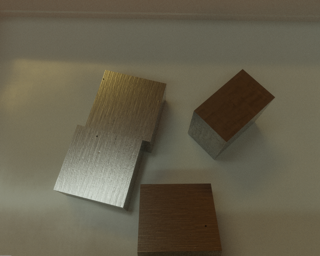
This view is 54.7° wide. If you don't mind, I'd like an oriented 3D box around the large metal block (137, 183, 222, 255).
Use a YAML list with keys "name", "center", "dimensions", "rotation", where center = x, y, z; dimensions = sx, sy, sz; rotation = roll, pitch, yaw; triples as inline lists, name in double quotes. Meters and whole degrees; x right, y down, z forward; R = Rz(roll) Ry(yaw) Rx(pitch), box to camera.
- name: "large metal block"
  center: [0.018, 0.109, 0.340]
  dimensions: [0.081, 0.050, 0.080]
  rotation: [0, 42, -1]

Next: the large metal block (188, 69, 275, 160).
- name: "large metal block"
  center: [0.084, -0.014, 0.387]
  dimensions: [0.080, 0.080, 0.050]
  rotation: [-40, 75, -14]

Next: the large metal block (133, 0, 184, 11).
- name: "large metal block"
  center: [0.002, -0.238, 0.485]
  dimensions: [0.080, 0.050, 0.080]
  rotation: [7, 70, 2]

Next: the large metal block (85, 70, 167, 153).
- name: "large metal block"
  center: [-0.041, -0.021, 0.403]
  dimensions: [0.080, 0.050, 0.080]
  rotation: [13, 70, 4]

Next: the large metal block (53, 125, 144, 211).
- name: "large metal block"
  center: [-0.070, 0.050, 0.377]
  dimensions: [0.080, 0.050, 0.080]
  rotation: [13, 71, 4]
